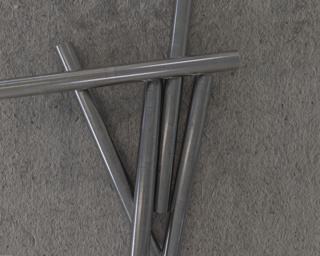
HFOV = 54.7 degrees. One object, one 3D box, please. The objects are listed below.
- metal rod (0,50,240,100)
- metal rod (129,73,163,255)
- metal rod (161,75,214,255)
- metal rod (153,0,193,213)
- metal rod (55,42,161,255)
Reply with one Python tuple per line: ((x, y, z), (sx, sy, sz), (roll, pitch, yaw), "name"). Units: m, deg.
((-0.054, -0.065, 0.383), (0.302, 0.025, 0.025), (-7, 90, 0), "metal rod")
((-0.019, 0.077, 0.390), (0.025, 0.025, 0.298), (5, 82, 0), "metal rod")
((0.031, 0.078, 0.410), (0.025, 0.025, 0.298), (11, 90, 0), "metal rod")
((0.016, -0.039, 0.409), (0.025, 0.025, 0.298), (7, 90, 0), "metal rod")
((-0.068, 0.030, 0.409), (0.025, 0.025, 0.299), (-23, 90, 0), "metal rod")
